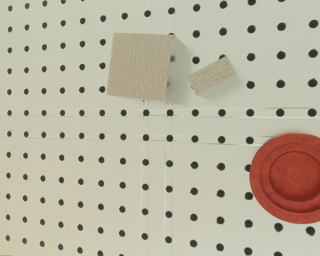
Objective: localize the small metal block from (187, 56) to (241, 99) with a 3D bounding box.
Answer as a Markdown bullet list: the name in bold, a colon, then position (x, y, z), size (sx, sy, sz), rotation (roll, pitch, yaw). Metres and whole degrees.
- **small metal block**: position (0.067, -0.060, 0.376), size (0.050, 0.050, 0.025), rotation (-26, 82, 18)

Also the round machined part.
- **round machined part**: position (0.153, 0.054, 0.349), size (0.098, 0.042, 0.097), rotation (0, 90, 20)

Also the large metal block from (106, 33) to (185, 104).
- **large metal block**: position (-0.018, -0.077, 0.406), size (0.080, 0.050, 0.079), rotation (8, 93, 19)
